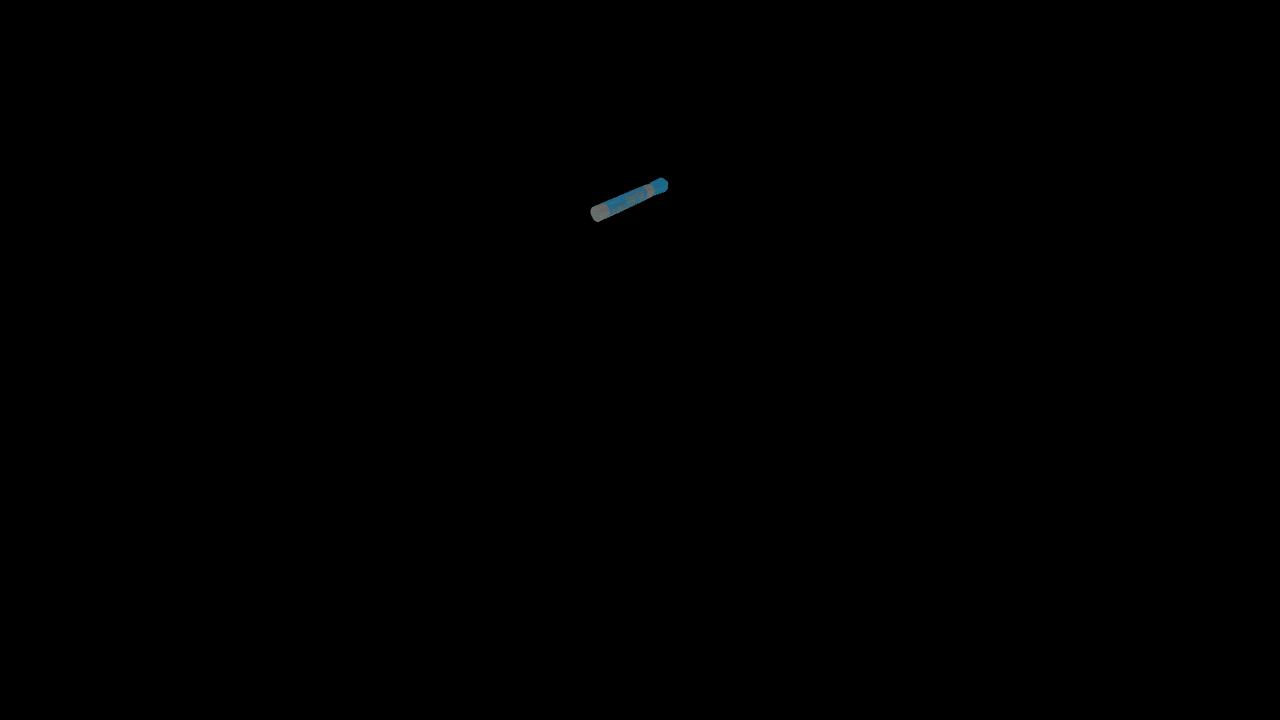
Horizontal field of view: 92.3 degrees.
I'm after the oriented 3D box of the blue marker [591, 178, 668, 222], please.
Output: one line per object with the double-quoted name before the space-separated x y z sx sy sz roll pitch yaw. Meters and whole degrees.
"blue marker" -0.010 -0.199 0.757 0.121 0.020 0.020 -33 19 -32
